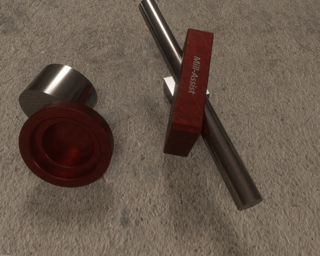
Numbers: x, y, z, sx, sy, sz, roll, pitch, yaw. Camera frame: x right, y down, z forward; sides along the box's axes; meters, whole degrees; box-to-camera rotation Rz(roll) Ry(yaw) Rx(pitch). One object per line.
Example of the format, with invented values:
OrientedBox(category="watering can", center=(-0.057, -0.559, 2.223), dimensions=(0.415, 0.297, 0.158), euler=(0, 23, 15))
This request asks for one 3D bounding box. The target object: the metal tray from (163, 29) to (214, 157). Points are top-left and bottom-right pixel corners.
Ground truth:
OrientedBox(category="metal tray", center=(0.033, -0.040, 0.372), dimensions=(0.030, 0.090, 0.130), euler=(11, 67, -1))

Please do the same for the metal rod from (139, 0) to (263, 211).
OrientedBox(category="metal rod", center=(0.033, -0.049, 0.359), dimensions=(0.025, 0.025, 0.299), euler=(-16, 60, -13))

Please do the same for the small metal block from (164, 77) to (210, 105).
OrientedBox(category="small metal block", center=(0.037, -0.052, 0.448), dimensions=(0.050, 0.025, 0.050), euler=(-14, 51, -12))

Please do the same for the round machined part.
OrientedBox(category="round machined part", center=(-0.101, 0.015, 0.349), dimensions=(0.099, 0.097, 0.042), euler=(1, 24, 0))

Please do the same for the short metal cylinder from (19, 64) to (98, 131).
OrientedBox(category="short metal cylinder", center=(-0.128, -0.034, 0.395), dimensions=(0.080, 0.080, 0.050), euler=(14, 52, 11))
